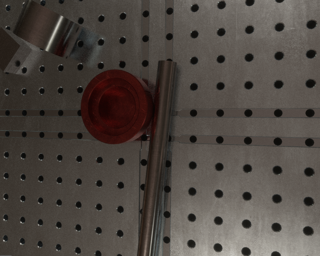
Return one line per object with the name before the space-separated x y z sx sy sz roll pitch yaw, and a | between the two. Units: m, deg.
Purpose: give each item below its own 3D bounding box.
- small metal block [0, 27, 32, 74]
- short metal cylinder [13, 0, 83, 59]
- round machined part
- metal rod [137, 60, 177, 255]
small metal block | -0.243 -0.123 0.496 0.050 0.025 0.050 43 103 14
short metal cylinder | -0.157 -0.139 0.437 0.080 0.080 0.050 31 100 17
round machined part | -0.054 -0.027 0.421 0.098 0.042 0.097 0 89 20
metal rod | -0.006 0.061 0.413 0.025 0.025 0.298 7 92 19
